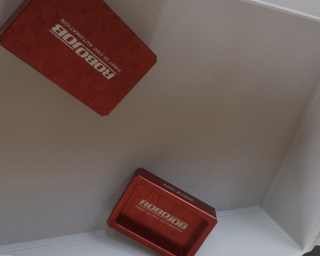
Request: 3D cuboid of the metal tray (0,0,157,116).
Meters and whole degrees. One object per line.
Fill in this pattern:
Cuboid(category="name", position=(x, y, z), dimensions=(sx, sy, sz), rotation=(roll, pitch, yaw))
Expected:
Cuboid(category="metal tray", position=(-0.076, -0.081, 0.313), dimensions=(0.090, 0.030, 0.130), rotation=(-47, 129, 5))

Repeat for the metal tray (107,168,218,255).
Cuboid(category="metal tray", position=(0.003, 0.127, 0.440), dimensions=(0.130, 0.030, 0.090), rotation=(30, 104, -3))
